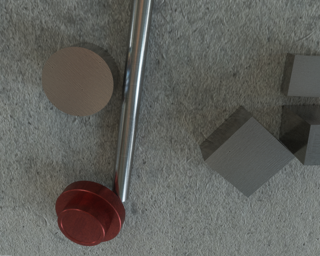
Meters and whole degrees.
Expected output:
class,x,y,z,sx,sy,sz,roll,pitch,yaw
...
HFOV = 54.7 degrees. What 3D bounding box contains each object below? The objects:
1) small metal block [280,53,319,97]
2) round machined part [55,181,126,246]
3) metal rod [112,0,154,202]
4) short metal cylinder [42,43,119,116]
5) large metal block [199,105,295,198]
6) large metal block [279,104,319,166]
class,x,y,z,sx,sy,sz,roll,pitch,yaw
small metal block,0.184,-0.067,0.388,0.050,0.025,0.050,2,110,-2
round machined part,-0.102,0.125,0.432,0.098,0.042,0.097,6,119,12
metal rod,-0.036,-0.039,0.394,0.025,0.025,0.298,8,110,-3
short metal cylinder,-0.093,-0.060,0.373,0.081,0.050,0.079,0,110,-1
large metal block,0.112,0.030,0.409,0.080,0.050,0.080,40,105,-14
large metal block,0.205,0.006,0.386,0.081,0.080,0.050,0,110,0
